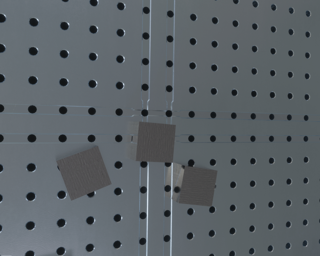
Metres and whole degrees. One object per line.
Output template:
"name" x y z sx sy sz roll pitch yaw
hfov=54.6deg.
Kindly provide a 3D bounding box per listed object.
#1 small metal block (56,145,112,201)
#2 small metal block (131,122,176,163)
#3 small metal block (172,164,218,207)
"small metal block" -0.093 0.053 0.378 0.050 0.025 0.050 -20 97 -19
"small metal block" -0.009 0.019 0.409 0.050 0.025 0.050 5 88 -20
"small metal block" 0.048 0.079 0.430 0.050 0.025 0.050 11 86 -20
